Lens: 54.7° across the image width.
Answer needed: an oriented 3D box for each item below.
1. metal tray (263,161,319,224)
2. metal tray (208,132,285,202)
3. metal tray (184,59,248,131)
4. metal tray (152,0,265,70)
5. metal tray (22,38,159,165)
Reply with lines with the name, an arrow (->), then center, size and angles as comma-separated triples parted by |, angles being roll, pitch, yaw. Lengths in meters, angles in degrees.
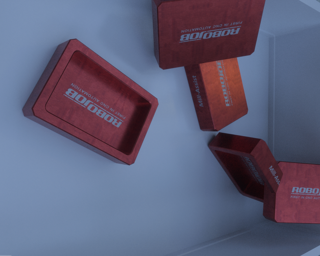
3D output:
metal tray -> 0.228, 0.100, 0.481 | 0.131, 0.030, 0.089 | 6, 85, -14
metal tray -> 0.143, 0.066, 0.484 | 0.030, 0.090, 0.130 | -48, 119, -20
metal tray -> 0.088, -0.069, 0.479 | 0.091, 0.030, 0.129 | -26, 107, -37
metal tray -> 0.058, -0.127, 0.385 | 0.131, 0.030, 0.089 | -11, 137, -8
metal tray -> -0.069, -0.024, 0.346 | 0.130, 0.030, 0.090 | 34, 69, -35
